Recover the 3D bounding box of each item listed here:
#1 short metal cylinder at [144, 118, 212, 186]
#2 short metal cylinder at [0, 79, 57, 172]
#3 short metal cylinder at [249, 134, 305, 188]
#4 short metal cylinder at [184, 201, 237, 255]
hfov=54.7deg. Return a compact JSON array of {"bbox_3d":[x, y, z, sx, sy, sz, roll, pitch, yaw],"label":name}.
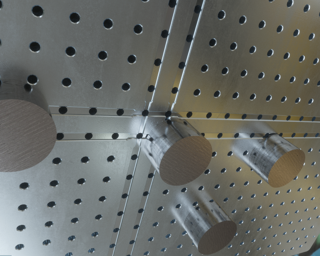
[{"bbox_3d":[0.025,0.033,0.431,0.081,0.050,0.079,-14,125,-21],"label":"short metal cylinder"},{"bbox_3d":[-0.150,-0.003,0.312,0.081,0.050,0.079,-14,125,-21],"label":"short metal cylinder"},{"bbox_3d":[0.206,0.058,0.547,0.081,0.050,0.079,-14,124,-21],"label":"short metal cylinder"},{"bbox_3d":[0.090,0.180,0.558,0.081,0.050,0.079,-14,125,-21],"label":"short metal cylinder"}]
